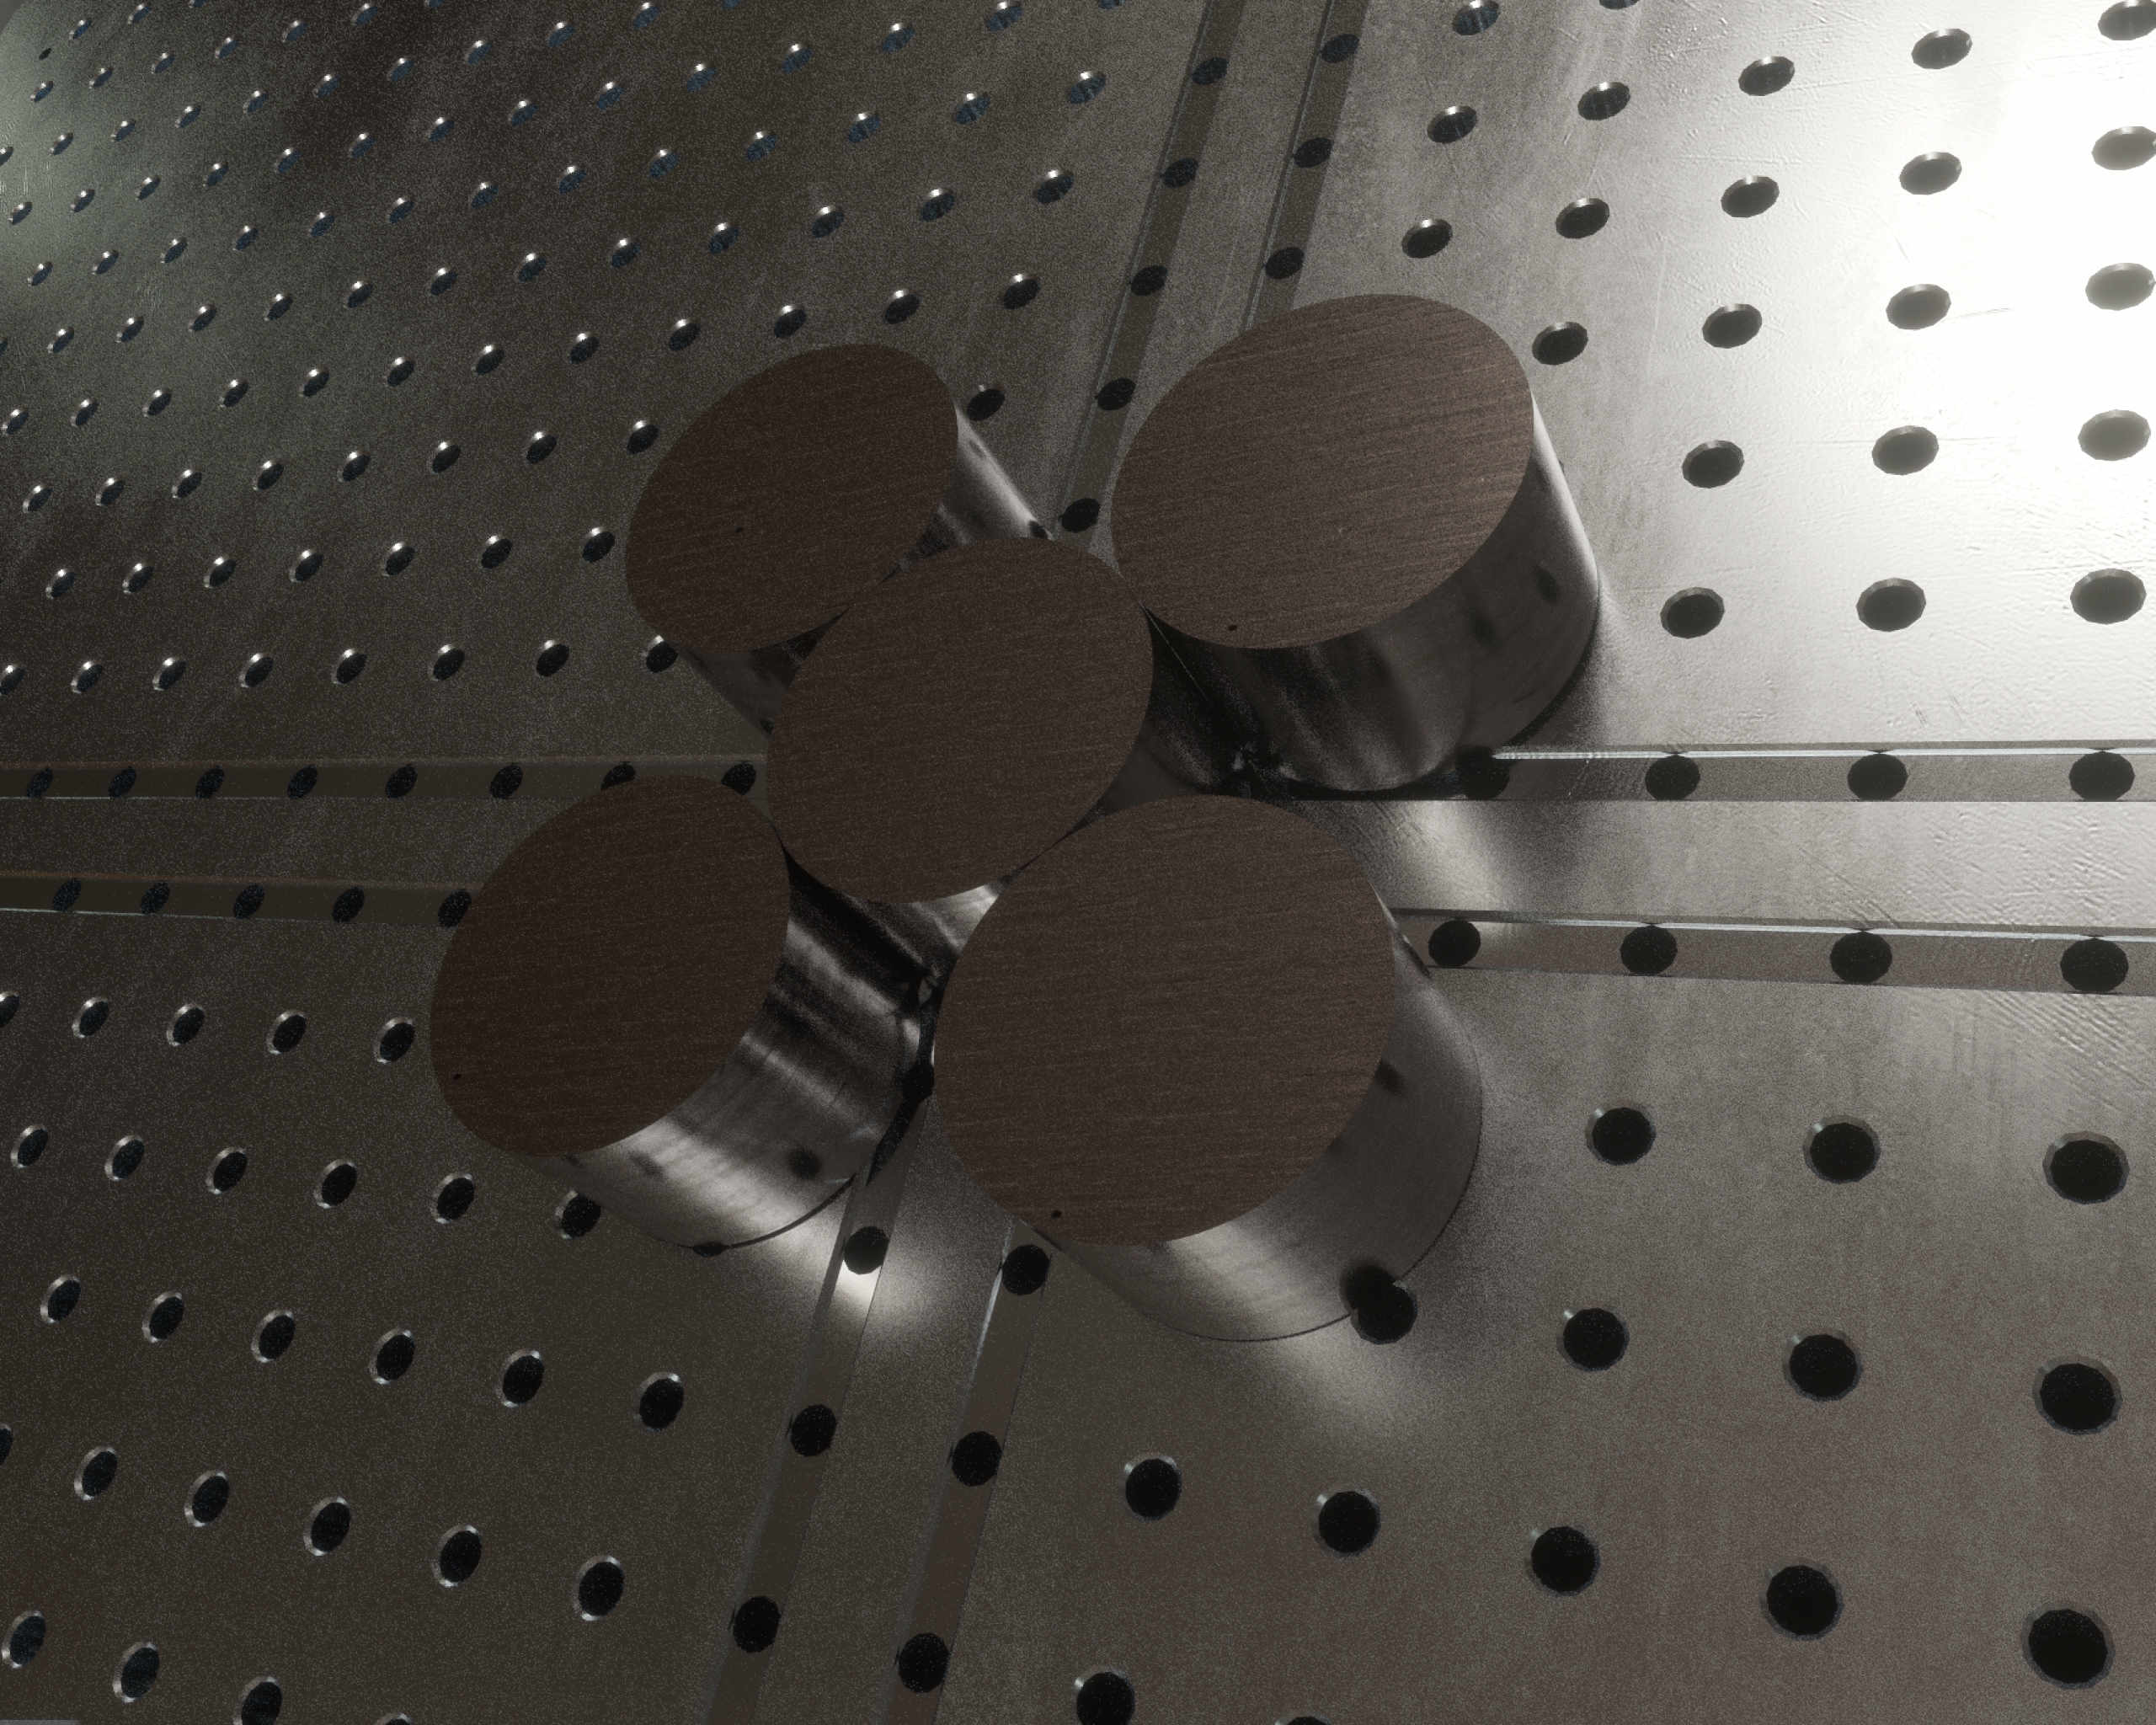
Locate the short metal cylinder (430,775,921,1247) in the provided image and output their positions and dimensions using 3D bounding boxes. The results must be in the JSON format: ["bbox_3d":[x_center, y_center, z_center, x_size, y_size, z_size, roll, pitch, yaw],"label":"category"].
[{"bbox_3d":[-0.079,0.030,0.412,0.080,0.050,0.080,-13,56,20],"label":"short metal cylinder"}]

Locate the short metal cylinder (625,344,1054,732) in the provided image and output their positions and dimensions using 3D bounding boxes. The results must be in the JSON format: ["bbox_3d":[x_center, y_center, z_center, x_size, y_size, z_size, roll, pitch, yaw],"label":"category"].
[{"bbox_3d":[-0.051,-0.066,0.457,0.080,0.050,0.080,-13,56,20],"label":"short metal cylinder"}]

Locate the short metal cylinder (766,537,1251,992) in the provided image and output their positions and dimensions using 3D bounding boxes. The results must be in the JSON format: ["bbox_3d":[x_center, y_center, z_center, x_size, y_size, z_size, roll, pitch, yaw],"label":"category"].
[{"bbox_3d":[-0.013,-0.016,0.407,0.080,0.050,0.080,-13,56,20],"label":"short metal cylinder"}]

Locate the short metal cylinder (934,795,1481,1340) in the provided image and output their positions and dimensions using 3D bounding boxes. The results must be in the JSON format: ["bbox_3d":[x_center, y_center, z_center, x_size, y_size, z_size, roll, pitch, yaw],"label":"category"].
[{"bbox_3d":[0.023,0.035,0.357,0.080,0.050,0.080,-13,56,20],"label":"short metal cylinder"}]

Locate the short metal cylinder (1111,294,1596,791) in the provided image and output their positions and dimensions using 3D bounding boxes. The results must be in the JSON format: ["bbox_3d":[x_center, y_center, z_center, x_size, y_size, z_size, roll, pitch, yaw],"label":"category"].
[{"bbox_3d":[0.053,-0.061,0.398,0.080,0.050,0.080,-13,56,20],"label":"short metal cylinder"}]
